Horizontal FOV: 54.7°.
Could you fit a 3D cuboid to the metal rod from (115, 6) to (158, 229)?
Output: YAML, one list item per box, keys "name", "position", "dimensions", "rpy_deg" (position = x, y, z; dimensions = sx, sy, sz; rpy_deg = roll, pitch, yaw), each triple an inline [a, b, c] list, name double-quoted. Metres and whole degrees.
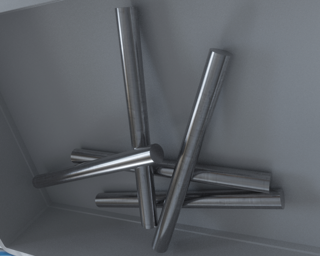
- name: "metal rod"
  position: [-0.026, 0.004, 0.399]
  dimensions: [0.025, 0.025, 0.298]
  rpy_deg: [6, 115, 24]

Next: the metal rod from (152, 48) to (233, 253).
- name: "metal rod"
  position: [0.032, 0.048, 0.393]
  dimensions: [0.025, 0.025, 0.298]
  rpy_deg: [22, 119, 14]

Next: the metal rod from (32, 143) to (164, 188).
- name: "metal rod"
  position: [-0.113, 0.065, 0.472]
  dimensions: [0.299, 0.025, 0.025]
  rpy_deg: [-17, 110, 40]

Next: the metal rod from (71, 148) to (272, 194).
- name: "metal rod"
  position: [-0.001, 0.056, 0.441]
  dimensions: [0.301, 0.025, 0.025]
  rpy_deg: [5, 121, 25]

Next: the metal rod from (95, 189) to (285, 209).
- name: "metal rod"
  position: [0.024, 0.106, 0.458]
  dimensions: [0.300, 0.025, 0.025]
  rpy_deg: [-8, 114, 31]
